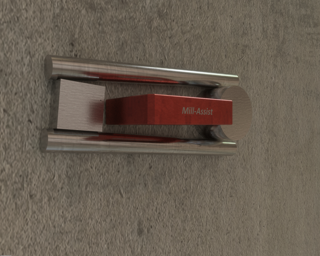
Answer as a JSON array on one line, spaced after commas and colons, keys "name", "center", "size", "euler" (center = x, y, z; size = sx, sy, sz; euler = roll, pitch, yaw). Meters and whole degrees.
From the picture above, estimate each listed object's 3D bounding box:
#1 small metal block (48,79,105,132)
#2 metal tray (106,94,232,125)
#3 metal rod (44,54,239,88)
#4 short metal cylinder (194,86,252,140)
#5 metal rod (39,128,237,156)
[{"name": "small metal block", "center": [-0.089, -0.023, 0.332], "size": [0.050, 0.025, 0.050], "euler": [5, 87, -40]}, {"name": "metal tray", "center": [0.013, -0.019, 0.373], "size": [0.131, 0.090, 0.030], "euler": [0, 90, -40]}, {"name": "metal rod", "center": [0.003, -0.069, 0.409], "size": [0.302, 0.025, 0.025], "euler": [-4, 93, -40]}, {"name": "short metal cylinder", "center": [0.095, -0.022, 0.469], "size": [0.081, 0.050, 0.079], "euler": [0, 90, -40]}, {"name": "metal rod", "center": [-0.001, 0.023, 0.406], "size": [0.302, 0.025, 0.025], "euler": [5, 87, -40]}]
